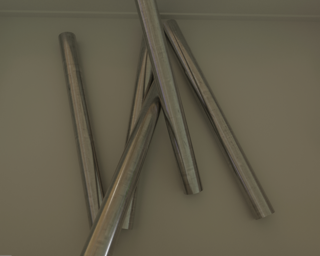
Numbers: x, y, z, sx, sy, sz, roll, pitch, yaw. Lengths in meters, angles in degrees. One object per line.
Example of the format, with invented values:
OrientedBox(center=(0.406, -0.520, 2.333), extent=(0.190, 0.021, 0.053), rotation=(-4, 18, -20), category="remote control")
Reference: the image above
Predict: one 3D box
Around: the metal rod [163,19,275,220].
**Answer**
OrientedBox(center=(0.070, -0.024, 0.419), extent=(0.025, 0.025, 0.299), rotation=(-21, 72, -8), category="metal rod")

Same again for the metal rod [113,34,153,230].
OrientedBox(center=(-0.028, -0.021, 0.416), extent=(0.025, 0.025, 0.299), rotation=(6, 70, 2), category="metal rod")

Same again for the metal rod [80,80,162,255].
OrientedBox(center=(-0.026, 0.026, 0.336), extent=(0.025, 0.025, 0.300), rotation=(14, 46, 5), category="metal rod")

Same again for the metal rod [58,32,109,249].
OrientedBox(center=(-0.101, 0.003, 0.407), extent=(0.025, 0.025, 0.299), rotation=(-13, 71, -5), category="metal rod")

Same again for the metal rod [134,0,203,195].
OrientedBox(center=(0.005, -0.066, 0.374), extent=(0.025, 0.025, 0.298), rotation=(-15, 94, -6), category="metal rod")
